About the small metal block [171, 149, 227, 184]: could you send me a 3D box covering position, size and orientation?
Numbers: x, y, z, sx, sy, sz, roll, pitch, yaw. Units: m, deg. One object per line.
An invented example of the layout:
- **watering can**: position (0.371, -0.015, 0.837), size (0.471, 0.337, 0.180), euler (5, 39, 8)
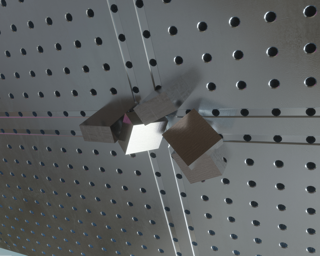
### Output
- **small metal block**: position (0.052, 0.041, 0.409), size (0.050, 0.025, 0.050), euler (-24, 106, 36)

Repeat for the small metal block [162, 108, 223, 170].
- **small metal block**: position (0.039, 0.014, 0.370), size (0.050, 0.025, 0.050), euler (-40, 67, -1)

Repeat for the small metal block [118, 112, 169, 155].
- **small metal block**: position (-0.023, 0.005, 0.405), size (0.025, 0.050, 0.050), euler (54, 139, 37)

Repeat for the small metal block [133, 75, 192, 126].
- **small metal block**: position (0.004, -0.033, 0.371), size (0.050, 0.050, 0.025), euler (-25, 105, 36)

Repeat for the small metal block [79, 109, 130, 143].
- **small metal block**: position (-0.074, -0.004, 0.430), size (0.050, 0.050, 0.025), euler (3, 120, 26)
